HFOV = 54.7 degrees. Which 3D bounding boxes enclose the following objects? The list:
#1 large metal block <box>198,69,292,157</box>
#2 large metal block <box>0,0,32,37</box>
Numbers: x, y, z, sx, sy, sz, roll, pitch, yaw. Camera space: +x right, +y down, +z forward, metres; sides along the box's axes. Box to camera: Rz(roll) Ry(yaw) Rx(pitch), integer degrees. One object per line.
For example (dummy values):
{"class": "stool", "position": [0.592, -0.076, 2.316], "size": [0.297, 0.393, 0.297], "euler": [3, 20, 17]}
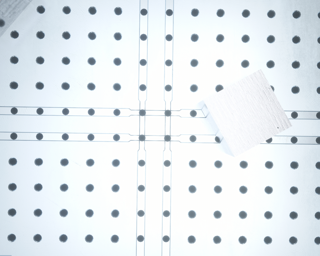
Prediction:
{"class": "large metal block", "position": [0.107, -0.018, 0.402], "size": [0.080, 0.050, 0.080], "euler": [-29, 90, 0]}
{"class": "large metal block", "position": [-0.223, -0.180, 0.398], "size": [0.080, 0.050, 0.080], "euler": [40, 90, -1]}
